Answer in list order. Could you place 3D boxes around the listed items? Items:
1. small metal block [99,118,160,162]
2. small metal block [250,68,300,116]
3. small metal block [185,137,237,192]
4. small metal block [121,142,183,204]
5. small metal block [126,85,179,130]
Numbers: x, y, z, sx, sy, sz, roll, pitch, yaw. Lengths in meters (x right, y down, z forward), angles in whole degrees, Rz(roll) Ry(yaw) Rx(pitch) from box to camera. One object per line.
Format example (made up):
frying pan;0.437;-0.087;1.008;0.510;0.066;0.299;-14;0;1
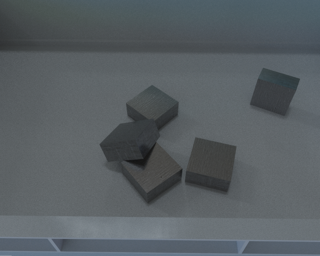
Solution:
small metal block;-0.035;0.014;0.371;0.050;0.025;0.050;-8;26;29
small metal block;0.159;-0.050;0.432;0.050;0.050;0.025;21;54;17
small metal block;0.061;0.043;0.369;0.050;0.025;0.050;13;51;10
small metal block;-0.010;0.051;0.362;0.050;0.025;0.050;-31;57;-24
small metal block;-0.010;-0.026;0.427;0.050;0.025;0.050;36;59;26
